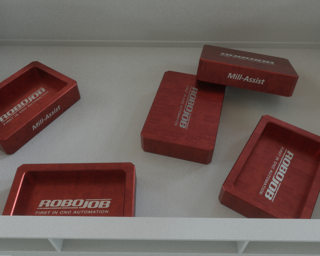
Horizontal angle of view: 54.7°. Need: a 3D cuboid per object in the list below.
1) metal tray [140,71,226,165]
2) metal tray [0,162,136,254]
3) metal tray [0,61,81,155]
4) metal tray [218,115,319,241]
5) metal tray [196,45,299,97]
[{"bbox_3d":[0.035,-0.020,0.418,0.090,0.030,0.130,12,51,9],"label":"metal tray"},{"bbox_3d":[-0.093,0.083,0.331,0.131,0.030,0.090,-1,50,-1],"label":"metal tray"},{"bbox_3d":[-0.188,-0.034,0.428,0.090,0.030,0.131,28,55,21],"label":"metal tray"},{"bbox_3d":[0.137,0.050,0.360,0.090,0.030,0.130,26,55,20],"label":"metal tray"},{"bbox_3d":[0.123,-0.086,0.450,0.131,0.030,0.090,12,29,6],"label":"metal tray"}]
